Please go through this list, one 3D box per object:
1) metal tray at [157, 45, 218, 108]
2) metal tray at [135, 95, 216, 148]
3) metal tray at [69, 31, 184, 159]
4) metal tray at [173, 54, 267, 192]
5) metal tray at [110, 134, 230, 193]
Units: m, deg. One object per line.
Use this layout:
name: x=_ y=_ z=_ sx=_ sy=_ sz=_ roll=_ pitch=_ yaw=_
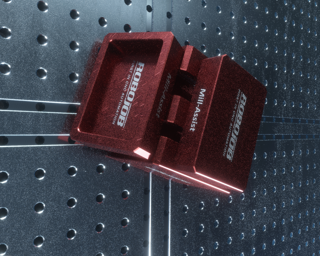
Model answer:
metal tray: x=0.047 y=-0.055 z=0.404 sx=0.131 sy=0.090 sz=0.030 roll=26 pitch=74 yaw=-37
metal tray: x=0.031 y=0.001 z=0.390 sx=0.131 sy=0.090 sz=0.030 roll=25 pitch=73 yaw=-38
metal tray: x=-0.035 y=-0.039 z=0.333 sx=0.030 sy=0.090 sz=0.130 roll=38 pitch=65 yaw=-58
metal tray: x=0.072 y=-0.003 z=0.347 sx=0.090 sy=0.030 sz=0.130 roll=26 pitch=74 yaw=-37
metal tray: x=0.018 y=0.044 z=0.380 sx=0.131 sy=0.090 sz=0.030 roll=27 pitch=74 yaw=-37
